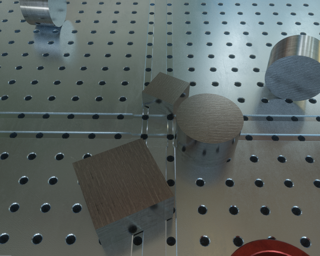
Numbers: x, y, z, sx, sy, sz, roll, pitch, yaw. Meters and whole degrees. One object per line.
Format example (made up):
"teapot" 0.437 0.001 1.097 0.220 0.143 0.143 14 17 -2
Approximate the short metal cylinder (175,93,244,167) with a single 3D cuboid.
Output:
"short metal cylinder" 0.060 0.002 0.390 0.080 0.050 0.080 0 51 0

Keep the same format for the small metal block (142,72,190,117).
"small metal block" 0.009 -0.050 0.449 0.050 0.025 0.050 24 54 19

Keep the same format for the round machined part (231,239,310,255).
"round machined part" 0.098 0.153 0.269 0.099 0.042 0.098 0 50 0

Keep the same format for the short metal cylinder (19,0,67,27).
"short metal cylinder" -0.209 -0.227 0.561 0.050 0.080 0.080 6 50 5

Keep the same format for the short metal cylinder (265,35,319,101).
"short metal cylinder" 0.196 -0.085 0.445 0.080 0.080 0.050 16 52 13

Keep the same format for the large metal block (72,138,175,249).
"large metal block" -0.039 0.068 0.334 0.081 0.050 0.080 -20 53 -16
